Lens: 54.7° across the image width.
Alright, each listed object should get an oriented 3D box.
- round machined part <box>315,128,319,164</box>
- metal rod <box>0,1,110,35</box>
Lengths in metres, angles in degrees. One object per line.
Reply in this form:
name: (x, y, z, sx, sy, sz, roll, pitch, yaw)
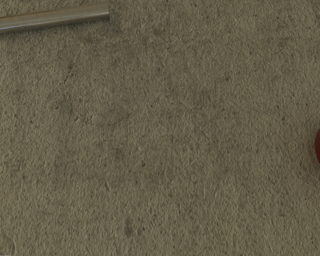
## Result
round machined part: (0.245, 0.029, 0.391, 0.099, 0.042, 0.098, 0, 70, -1)
metal rod: (-0.226, -0.154, 0.461, 0.302, 0.025, 0.025, -10, 71, -4)
